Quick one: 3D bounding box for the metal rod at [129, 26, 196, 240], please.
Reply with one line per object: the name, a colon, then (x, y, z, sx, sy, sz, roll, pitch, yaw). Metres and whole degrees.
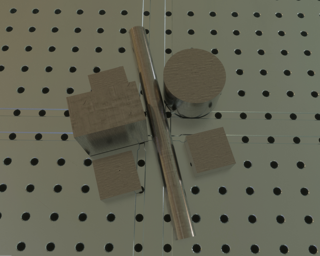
metal rod: (-0.002, -0.008, 0.414, 0.025, 0.025, 0.299, -12, 70, -5)

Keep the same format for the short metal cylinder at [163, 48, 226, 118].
short metal cylinder: (0.044, -0.060, 0.420, 0.081, 0.050, 0.080, 0, 70, 0)

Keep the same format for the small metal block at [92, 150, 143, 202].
small metal block: (-0.053, 0.061, 0.389, 0.050, 0.025, 0.050, -15, 71, -6)

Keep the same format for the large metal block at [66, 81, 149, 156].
large metal block: (-0.061, -0.009, 0.383, 0.081, 0.080, 0.050, -15, 71, -6)

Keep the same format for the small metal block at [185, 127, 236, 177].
small metal block: (0.064, 0.031, 0.401, 0.050, 0.025, 0.050, -14, 71, -6)

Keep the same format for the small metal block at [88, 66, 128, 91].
small metal block: (-0.068, -0.053, 0.430, 0.050, 0.025, 0.050, -16, 71, -6)
